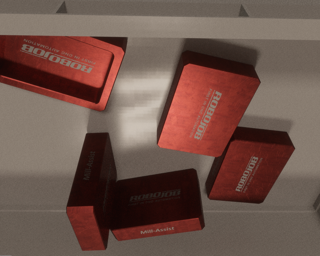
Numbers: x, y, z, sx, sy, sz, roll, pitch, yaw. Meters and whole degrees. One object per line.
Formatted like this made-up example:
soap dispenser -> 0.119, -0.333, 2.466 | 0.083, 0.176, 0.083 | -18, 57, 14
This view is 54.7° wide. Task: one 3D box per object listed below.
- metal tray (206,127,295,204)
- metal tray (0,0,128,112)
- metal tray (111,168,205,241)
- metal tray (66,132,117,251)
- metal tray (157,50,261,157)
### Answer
metal tray -> 0.127, 0.059, 0.458 | 0.091, 0.030, 0.129 | 6, 130, -6
metal tray -> -0.111, -0.077, 0.338 | 0.131, 0.030, 0.089 | 16, 128, -14
metal tray -> -0.004, 0.112, 0.462 | 0.131, 0.090, 0.030 | -10, 129, 8
metal tray -> -0.084, 0.079, 0.407 | 0.030, 0.130, 0.089 | -2, 130, 1
metal tray -> 0.054, -0.024, 0.386 | 0.091, 0.030, 0.129 | 10, 129, -10
